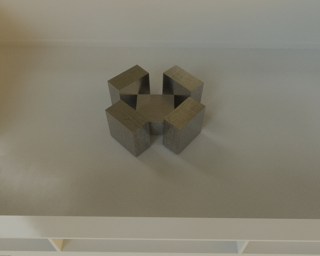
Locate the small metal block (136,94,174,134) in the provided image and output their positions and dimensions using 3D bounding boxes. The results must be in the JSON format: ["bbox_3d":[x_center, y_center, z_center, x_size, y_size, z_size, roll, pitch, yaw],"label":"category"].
[{"bbox_3d":[-0.006,-0.019,0.418,0.050,0.025,0.050,1,50,0],"label":"small metal block"}]

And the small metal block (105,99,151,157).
[{"bbox_3d":[-0.039,0.001,0.386,0.025,0.050,0.050,-38,59,-26],"label":"small metal block"}]

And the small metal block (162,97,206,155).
[{"bbox_3d":[0.030,-0.003,0.388,0.025,0.050,0.050,34,57,24],"label":"small metal block"}]

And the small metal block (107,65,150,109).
[{"bbox_3d":[-0.041,-0.052,0.429,0.050,0.050,0.025,-35,58,-25],"label":"small metal block"}]

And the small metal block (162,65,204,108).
[{"bbox_3d":[0.030,-0.051,0.429,0.025,0.050,0.050,-37,60,-28],"label":"small metal block"}]
